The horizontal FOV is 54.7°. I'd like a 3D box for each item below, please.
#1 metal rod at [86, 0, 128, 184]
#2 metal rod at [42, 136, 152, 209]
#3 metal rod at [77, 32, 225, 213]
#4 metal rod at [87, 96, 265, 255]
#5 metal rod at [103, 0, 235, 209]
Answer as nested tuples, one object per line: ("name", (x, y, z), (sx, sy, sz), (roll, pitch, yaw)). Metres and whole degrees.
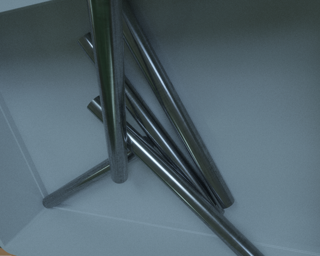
("metal rod", (-0.049, -0.015, 0.331), (0.025, 0.025, 0.298), (25, 147, 12))
("metal rod", (-0.119, 0.085, 0.521), (0.299, 0.025, 0.025), (-32, 101, 37))
("metal rod", (-0.006, 0.005, 0.413), (0.025, 0.025, 0.299), (-28, 103, 37))
("metal rod", (0.020, 0.070, 0.405), (0.300, 0.025, 0.025), (44, 129, 2))
("metal rod", (0.018, -0.023, 0.383), (0.025, 0.025, 0.299), (-19, 109, 35))
